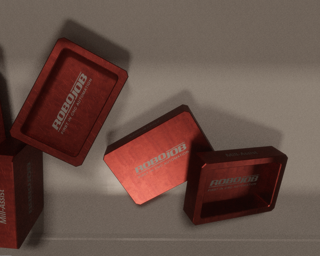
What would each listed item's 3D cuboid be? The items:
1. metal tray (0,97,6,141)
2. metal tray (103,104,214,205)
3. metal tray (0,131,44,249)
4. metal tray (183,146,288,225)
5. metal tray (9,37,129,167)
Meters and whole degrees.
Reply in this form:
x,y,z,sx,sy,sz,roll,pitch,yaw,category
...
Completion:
x,y,z,sx,sy,sz,roll,pitch,yaw,category
-0.243,-0.014,0.377,0.091,0.030,0.129,-11,113,-30,metal tray
0.002,0.038,0.423,0.130,0.030,0.090,-29,108,10,metal tray
-0.183,0.076,0.401,0.030,0.090,0.129,6,110,-2,metal tray
0.101,0.074,0.413,0.131,0.030,0.089,-3,113,-22,metal tray
-0.107,-0.030,0.376,0.090,0.030,0.130,28,90,-10,metal tray
